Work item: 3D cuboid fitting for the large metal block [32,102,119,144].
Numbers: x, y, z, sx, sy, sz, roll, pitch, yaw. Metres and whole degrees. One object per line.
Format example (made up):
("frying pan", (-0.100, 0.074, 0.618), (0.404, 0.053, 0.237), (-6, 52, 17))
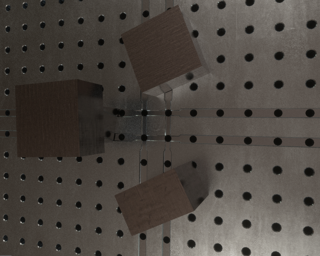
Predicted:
("large metal block", (-0.115, -0.011, 0.422), (0.080, 0.080, 0.050), (11, 94, 19))

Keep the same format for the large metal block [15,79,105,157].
("large metal block", (-0.113, -0.009, 0.353), (0.080, 0.050, 0.079), (-2, 89, 19))

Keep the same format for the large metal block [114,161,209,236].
("large metal block", (0.005, 0.083, 0.381), (0.080, 0.080, 0.050), (-27, 81, 17))

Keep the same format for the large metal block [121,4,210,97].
("large metal block", (0.008, -0.094, 0.396), (0.080, 0.050, 0.080), (-22, 83, 18))
